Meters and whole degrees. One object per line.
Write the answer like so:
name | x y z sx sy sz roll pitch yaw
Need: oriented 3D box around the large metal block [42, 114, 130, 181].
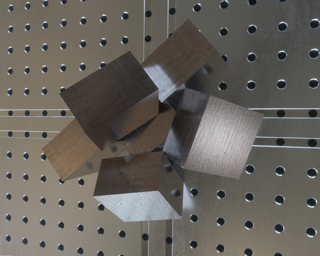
large metal block | -0.092 0.022 0.415 0.080 0.080 0.050 -40 78 15

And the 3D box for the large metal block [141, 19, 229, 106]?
large metal block | 0.030 -0.073 0.373 0.080 0.080 0.050 -41 78 15

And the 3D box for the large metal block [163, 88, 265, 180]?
large metal block | 0.060 0.007 0.355 0.050 0.081 0.080 31 104 59

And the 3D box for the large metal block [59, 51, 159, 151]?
large metal block | -0.049 -0.025 0.334 0.080 0.080 0.050 -34 78 -9

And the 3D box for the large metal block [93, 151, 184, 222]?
large metal block | -0.022 0.076 0.384 0.080 0.080 0.050 -9 51 20

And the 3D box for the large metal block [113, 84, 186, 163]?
large metal block | -0.015 -0.011 0.406 0.080 0.050 0.080 -41 77 15
